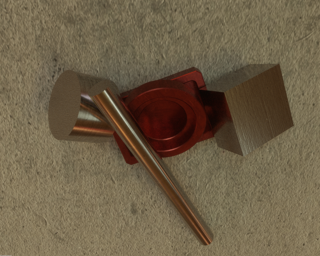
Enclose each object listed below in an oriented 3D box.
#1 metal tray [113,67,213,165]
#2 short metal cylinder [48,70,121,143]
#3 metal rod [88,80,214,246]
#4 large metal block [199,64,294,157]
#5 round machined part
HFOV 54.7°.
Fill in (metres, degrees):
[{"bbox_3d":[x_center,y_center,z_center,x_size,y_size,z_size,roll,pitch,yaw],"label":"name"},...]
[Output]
[{"bbox_3d":[0.002,-0.015,0.403,0.131,0.030,0.090,-19,109,6],"label":"metal tray"},{"bbox_3d":[-0.090,-0.023,0.365,0.050,0.080,0.079,8,115,-42],"label":"short metal cylinder"},{"bbox_3d":[0.005,0.065,0.388,0.025,0.025,0.299,-26,126,9],"label":"metal rod"},{"bbox_3d":[0.104,-0.024,0.372,0.081,0.050,0.080,-28,110,-18],"label":"large metal block"},{"bbox_3d":[0.003,-0.014,0.371,0.099,0.042,0.097,-3,126,-4],"label":"round machined part"}]
